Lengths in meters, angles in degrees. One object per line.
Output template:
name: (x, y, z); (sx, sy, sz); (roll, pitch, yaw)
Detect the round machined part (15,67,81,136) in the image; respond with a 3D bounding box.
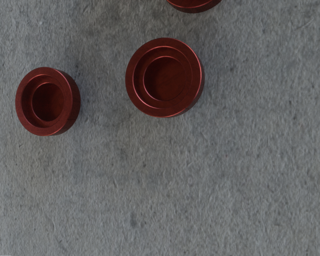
round machined part: (-0.158, -0.037, 0.454); (0.098, 0.042, 0.097); (0, 90, 19)

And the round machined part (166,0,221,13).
round machined part: (0.041, -0.199, 0.385); (0.098, 0.042, 0.097); (0, 90, 19)

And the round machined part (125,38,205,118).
round machined part: (0.009, -0.061, 0.396); (0.098, 0.042, 0.097); (0, 90, 19)
